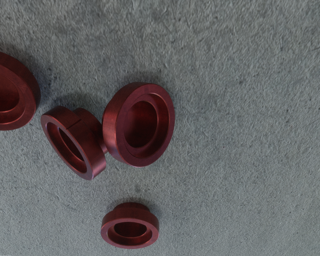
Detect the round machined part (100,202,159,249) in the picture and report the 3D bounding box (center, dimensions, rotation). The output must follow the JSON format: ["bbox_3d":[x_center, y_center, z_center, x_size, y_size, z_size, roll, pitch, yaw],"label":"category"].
[{"bbox_3d":[-0.051,0.166,0.536,0.099,0.042,0.097,0,130,0],"label":"round machined part"}]

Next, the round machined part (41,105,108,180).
[{"bbox_3d":[-0.099,0.014,0.385,0.098,0.042,0.097,32,144,28],"label":"round machined part"}]

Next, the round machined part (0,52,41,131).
[{"bbox_3d":[-0.187,-0.047,0.354,0.099,0.042,0.097,0,130,0],"label":"round machined part"}]

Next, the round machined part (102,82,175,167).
[{"bbox_3d":[-0.029,-0.006,0.367,0.042,0.098,0.098,14,142,40],"label":"round machined part"}]
